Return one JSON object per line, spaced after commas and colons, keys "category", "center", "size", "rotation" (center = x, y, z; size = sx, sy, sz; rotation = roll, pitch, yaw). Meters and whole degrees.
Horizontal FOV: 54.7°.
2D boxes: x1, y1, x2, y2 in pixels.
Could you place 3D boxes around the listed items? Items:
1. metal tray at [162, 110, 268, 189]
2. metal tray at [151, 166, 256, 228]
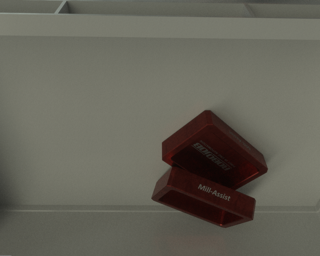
{"category": "metal tray", "center": [0.078, 0.042, 0.441], "size": [0.130, 0.030, 0.090], "rotation": [36, 121, -27]}
{"category": "metal tray", "center": [0.062, 0.106, 0.460], "size": [0.131, 0.030, 0.090], "rotation": [23, 150, -6]}
